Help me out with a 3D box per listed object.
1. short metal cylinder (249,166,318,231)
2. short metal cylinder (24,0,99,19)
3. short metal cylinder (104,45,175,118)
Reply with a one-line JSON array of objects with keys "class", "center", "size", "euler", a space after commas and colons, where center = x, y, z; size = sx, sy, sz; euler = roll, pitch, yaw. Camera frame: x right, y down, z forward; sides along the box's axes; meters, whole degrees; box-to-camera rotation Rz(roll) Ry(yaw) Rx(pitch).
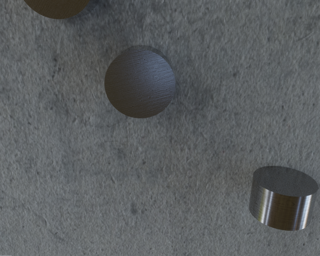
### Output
[{"class": "short metal cylinder", "center": [0.164, 0.092, 0.417], "size": [0.081, 0.080, 0.050], "euler": [1, 110, -1]}, {"class": "short metal cylinder", "center": [-0.107, -0.161, 0.336], "size": [0.081, 0.050, 0.079], "euler": [0, 110, -1]}, {"class": "short metal cylinder", "center": [-0.023, -0.057, 0.375], "size": [0.081, 0.050, 0.079], "euler": [0, 110, -1]}]
